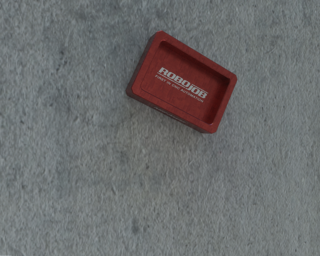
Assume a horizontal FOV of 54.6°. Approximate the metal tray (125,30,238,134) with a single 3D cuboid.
[{"bbox_3d":[0.031,-0.058,0.417,0.131,0.030,0.090,26,81,-18],"label":"metal tray"}]
